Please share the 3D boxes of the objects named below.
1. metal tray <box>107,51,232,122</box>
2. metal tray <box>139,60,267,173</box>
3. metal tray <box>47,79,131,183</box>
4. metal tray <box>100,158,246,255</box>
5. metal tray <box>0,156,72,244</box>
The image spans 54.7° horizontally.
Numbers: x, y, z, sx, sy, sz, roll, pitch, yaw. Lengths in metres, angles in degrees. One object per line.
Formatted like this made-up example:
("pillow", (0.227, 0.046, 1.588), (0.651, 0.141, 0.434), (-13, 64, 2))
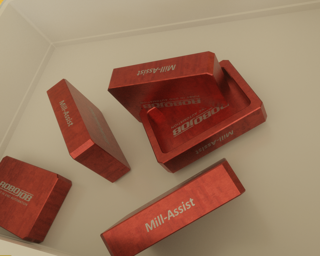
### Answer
("metal tray", (0.014, -0.044, 0.382), (0.130, 0.090, 0.030), (-5, 61, 25))
("metal tray", (0.047, -0.015, 0.372), (0.130, 0.030, 0.090), (-31, 49, 8))
("metal tray", (-0.095, 0.002, 0.410), (0.030, 0.090, 0.130), (-37, 51, 4))
("metal tray", (0.016, 0.076, 0.305), (0.130, 0.090, 0.030), (-32, 81, 7))
("metal tray", (-0.199, 0.098, 0.444), (0.130, 0.030, 0.090), (11, 67, 32))
